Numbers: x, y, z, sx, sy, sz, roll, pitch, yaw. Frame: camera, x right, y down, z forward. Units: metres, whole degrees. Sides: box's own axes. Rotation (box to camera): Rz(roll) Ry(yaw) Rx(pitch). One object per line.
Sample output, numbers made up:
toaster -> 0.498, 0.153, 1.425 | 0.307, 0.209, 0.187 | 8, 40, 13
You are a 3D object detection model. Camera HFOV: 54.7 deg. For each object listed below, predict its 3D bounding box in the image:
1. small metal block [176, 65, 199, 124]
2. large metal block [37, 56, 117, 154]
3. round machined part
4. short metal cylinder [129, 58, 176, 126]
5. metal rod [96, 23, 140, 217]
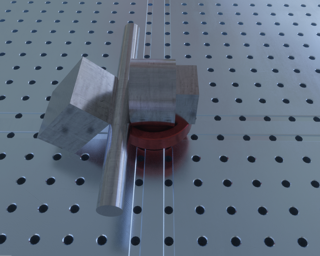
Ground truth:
small metal block -> 0.030, -0.040, 0.370 | 0.025, 0.050, 0.050 | 1, 50, 0
large metal block -> -0.102, -0.027, 0.386 | 0.050, 0.080, 0.080 | 30, 42, -30
round machined part -> -0.008, -0.011, 0.404 | 0.099, 0.042, 0.098 | 0, 50, 0
short metal cylinder -> -0.008, -0.042, 0.368 | 0.050, 0.080, 0.080 | 1, 50, 0
metal rod -> -0.045, -0.037, 0.384 | 0.025, 0.025, 0.300 | 1, 50, 0
